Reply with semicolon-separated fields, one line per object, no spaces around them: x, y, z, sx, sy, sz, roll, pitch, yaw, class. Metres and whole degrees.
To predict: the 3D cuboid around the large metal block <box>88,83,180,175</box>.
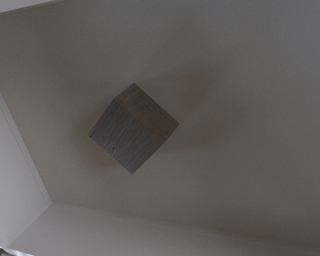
-0.036;0.002;0.411;0.080;0.050;0.080;42;129;-1;large metal block
